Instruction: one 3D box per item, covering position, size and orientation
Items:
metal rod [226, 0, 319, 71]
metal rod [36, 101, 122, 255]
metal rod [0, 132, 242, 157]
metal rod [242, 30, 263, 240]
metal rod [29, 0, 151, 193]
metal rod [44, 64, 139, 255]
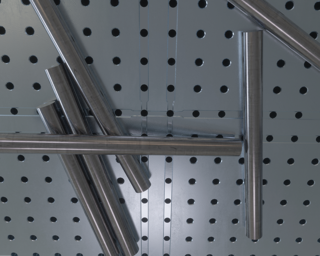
[{"bbox_3d":[0.123,-0.133,0.365,0.301,0.025,0.025,32,107,-11],"label":"metal rod"},{"bbox_3d":[-0.104,0.104,0.450,0.025,0.025,0.299,-16,110,6],"label":"metal rod"},{"bbox_3d":[-0.041,0.022,0.395,0.302,0.025,0.025,2,111,-11],"label":"metal rod"},{"bbox_3d":[0.127,0.023,0.422,0.025,0.025,0.298,-6,110,2],"label":"metal rod"},{"bbox_3d":[-0.086,-0.042,0.397,0.025,0.025,0.299,-23,109,8],"label":"metal rod"},{"bbox_3d":[-0.088,0.058,0.433,0.025,0.025,0.299,-16,110,6],"label":"metal rod"}]
